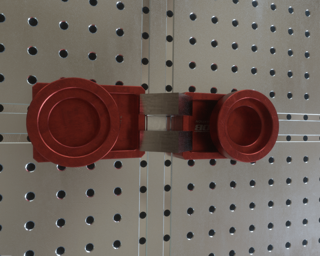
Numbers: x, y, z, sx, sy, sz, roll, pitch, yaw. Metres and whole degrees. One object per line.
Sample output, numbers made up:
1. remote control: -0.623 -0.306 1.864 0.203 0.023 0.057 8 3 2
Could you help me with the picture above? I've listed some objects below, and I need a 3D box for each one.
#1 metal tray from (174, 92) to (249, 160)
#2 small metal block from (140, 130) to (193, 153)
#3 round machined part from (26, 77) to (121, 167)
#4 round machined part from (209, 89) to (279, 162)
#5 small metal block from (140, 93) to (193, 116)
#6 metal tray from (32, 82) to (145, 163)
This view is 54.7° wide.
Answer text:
1. metal tray: 0.086 -0.002 0.442 0.131 0.030 0.089 1 90 -20
2. small metal block: 0.009 0.016 0.387 0.050 0.050 0.025 1 90 24
3. round machined part: -0.098 -0.006 0.354 0.099 0.042 0.097 0 90 -20
4. round machined part: 0.112 -0.003 0.431 0.099 0.042 0.097 0 90 -20
5. small metal block: 0.009 -0.028 0.387 0.050 0.050 0.025 1 90 24
6. metal tray: -0.085 -0.007 0.380 0.131 0.030 0.089 -1 92 -20
